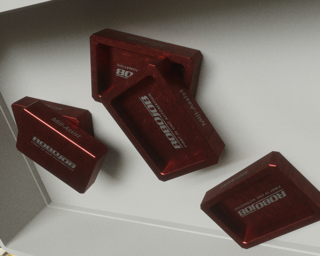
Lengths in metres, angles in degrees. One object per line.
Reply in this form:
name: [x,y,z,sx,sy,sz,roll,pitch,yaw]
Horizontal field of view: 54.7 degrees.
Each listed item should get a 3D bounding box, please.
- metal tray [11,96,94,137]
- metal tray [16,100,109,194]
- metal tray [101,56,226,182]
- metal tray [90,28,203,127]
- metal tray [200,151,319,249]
metal tray: [-0.168,0.005,0.495,0.130,0.030,0.089,13,124,20]
metal tray: [-0.148,0.030,0.460,0.130,0.030,0.089,33,129,5]
metal tray: [0.003,-0.006,0.359,0.090,0.030,0.130,-27,104,37]
metal tray: [-0.021,-0.061,0.377,0.130,0.030,0.089,18,126,17]
metal tray: [0.127,0.097,0.397,0.090,0.030,0.129,44,129,-3]
